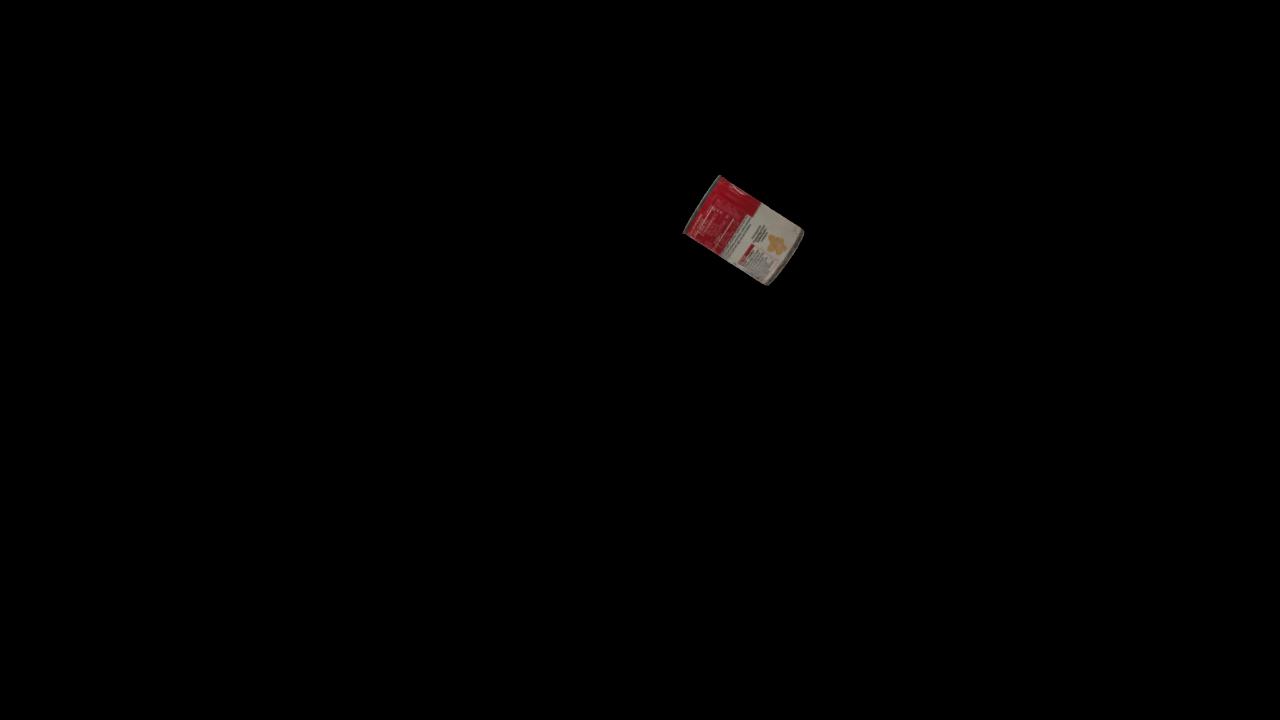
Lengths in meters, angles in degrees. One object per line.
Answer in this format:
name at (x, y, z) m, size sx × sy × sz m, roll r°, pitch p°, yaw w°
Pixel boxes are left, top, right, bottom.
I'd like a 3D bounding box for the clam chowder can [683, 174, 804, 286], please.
clam chowder can at (0.103, -0.128, 0.614) m, size 0.102 × 0.068 × 0.068 m, roll 33°, pitch 0°, yaw 0°
